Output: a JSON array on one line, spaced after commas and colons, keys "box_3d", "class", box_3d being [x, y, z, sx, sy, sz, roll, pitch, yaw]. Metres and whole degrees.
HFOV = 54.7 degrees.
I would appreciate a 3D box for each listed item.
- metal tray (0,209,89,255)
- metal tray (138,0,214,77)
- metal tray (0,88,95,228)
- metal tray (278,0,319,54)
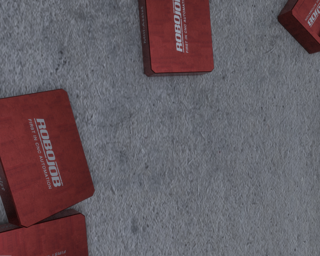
[{"box_3d": [-0.145, 0.147, 0.334, 0.131, 0.030, 0.089, -5, 90, -35], "class": "metal tray"}, {"box_3d": [0.021, -0.136, 0.414, 0.091, 0.030, 0.129, -5, 92, -20], "class": "metal tray"}, {"box_3d": [-0.131, 0.028, 0.337, 0.091, 0.030, 0.129, -20, 98, -46], "class": "metal tray"}, {"box_3d": [0.259, -0.198, 0.501, 0.090, 0.030, 0.130, 38, 78, -16], "class": "metal tray"}]
